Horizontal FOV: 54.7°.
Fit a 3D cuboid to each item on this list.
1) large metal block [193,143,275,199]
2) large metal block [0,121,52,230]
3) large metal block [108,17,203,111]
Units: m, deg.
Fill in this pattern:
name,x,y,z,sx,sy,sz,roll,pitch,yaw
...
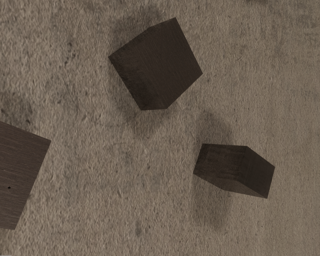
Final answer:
name,x,y,z,sx,sy,sz,roll,pitch,yaw
large metal block,0.111,0.064,0.465,0.080,0.080,0.050,32,70,-36
large metal block,-0.153,0.033,0.261,0.080,0.050,0.080,28,72,-37
large metal block,-0.003,-0.078,0.388,0.080,0.050,0.080,-46,118,-31
